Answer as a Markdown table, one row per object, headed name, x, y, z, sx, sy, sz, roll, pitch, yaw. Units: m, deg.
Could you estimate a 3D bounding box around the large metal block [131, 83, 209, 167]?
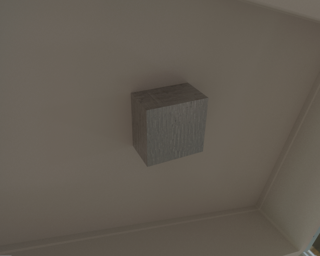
| name | x | y | z | sx | sy | sz | roll | pitch | yaw |
| --- | --- | --- | --- | --- | --- | --- | --- | --- | --- |
| large metal block | 0.011 | -0.006 | 0.396 | 0.081 | 0.050 | 0.079 | -13 | 124 | -22 |
